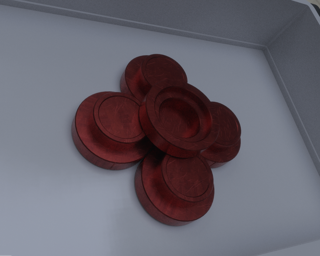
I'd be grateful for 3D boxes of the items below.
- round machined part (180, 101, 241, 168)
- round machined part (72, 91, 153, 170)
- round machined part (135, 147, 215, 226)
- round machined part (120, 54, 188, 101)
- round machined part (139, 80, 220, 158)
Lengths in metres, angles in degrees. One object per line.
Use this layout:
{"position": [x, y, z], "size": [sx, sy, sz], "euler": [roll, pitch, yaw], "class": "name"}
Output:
{"position": [0.072, 0.002, 0.429], "size": [0.099, 0.042, 0.098], "euler": [14, 56, -21], "class": "round machined part"}
{"position": [-0.050, -0.003, 0.366], "size": [0.099, 0.042, 0.098], "euler": [14, 56, -21], "class": "round machined part"}
{"position": [0.024, 0.061, 0.367], "size": [0.099, 0.042, 0.098], "euler": [15, 54, -21], "class": "round machined part"}
{"position": [-0.001, -0.063, 0.428], "size": [0.099, 0.042, 0.098], "euler": [14, 56, -21], "class": "round machined part"}
{"position": [0.020, -0.008, 0.381], "size": [0.099, 0.042, 0.098], "euler": [14, 56, -21], "class": "round machined part"}
